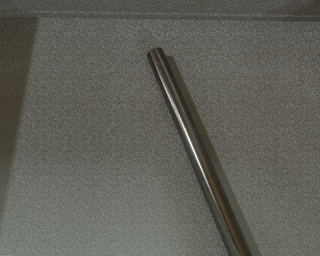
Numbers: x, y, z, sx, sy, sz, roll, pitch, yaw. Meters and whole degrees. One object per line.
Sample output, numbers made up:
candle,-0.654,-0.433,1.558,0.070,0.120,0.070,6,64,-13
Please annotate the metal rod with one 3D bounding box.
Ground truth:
metal rod,0.044,0.023,0.401,0.025,0.025,0.299,-19,71,-7
